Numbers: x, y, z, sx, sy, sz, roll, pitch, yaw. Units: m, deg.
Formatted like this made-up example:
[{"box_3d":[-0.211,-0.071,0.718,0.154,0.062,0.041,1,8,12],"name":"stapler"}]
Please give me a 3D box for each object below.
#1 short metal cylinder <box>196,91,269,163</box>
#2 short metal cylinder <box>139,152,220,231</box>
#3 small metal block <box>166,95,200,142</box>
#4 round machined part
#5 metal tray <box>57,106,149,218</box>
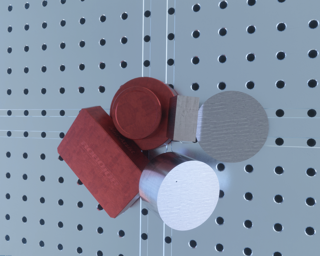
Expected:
[{"box_3d":[0.086,-0.001,0.365,0.080,0.050,0.079,0,90,20],"name":"short metal cylinder"},{"box_3d":[0.022,0.072,0.365,0.050,0.081,0.079,16,97,63],"name":"short metal cylinder"},{"box_3d":[0.026,-0.011,0.367,0.025,0.050,0.050,5,91,-8],"name":"small metal block"},{"box_3d":[-0.023,-0.019,0.407,0.098,0.042,0.097,0,90,19],"name":"round machined part"},{"box_3d":[-0.074,0.045,0.420,0.130,0.030,0.090,47,119,13],"name":"metal tray"}]
